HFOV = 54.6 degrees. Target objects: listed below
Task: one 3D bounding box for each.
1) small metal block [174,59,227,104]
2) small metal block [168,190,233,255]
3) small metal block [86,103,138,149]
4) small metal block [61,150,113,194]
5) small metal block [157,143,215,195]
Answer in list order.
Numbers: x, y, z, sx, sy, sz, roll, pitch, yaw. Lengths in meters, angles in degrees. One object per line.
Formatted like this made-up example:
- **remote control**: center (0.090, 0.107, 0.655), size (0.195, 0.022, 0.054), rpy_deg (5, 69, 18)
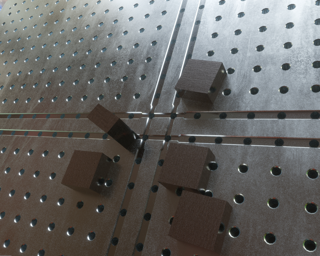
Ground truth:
- **small metal block**: center (0.055, -0.064, 0.419), size (0.050, 0.025, 0.050), rpy_deg (15, 69, 34)
- **small metal block**: center (0.043, 0.098, 0.326), size (0.050, 0.025, 0.050), rpy_deg (8, 65, 31)
- **small metal block**: center (-0.066, -0.002, 0.429), size (0.050, 0.050, 0.025), rpy_deg (33, 80, 38)
- **small metal block**: center (-0.100, 0.060, 0.425), size (0.050, 0.025, 0.050), rpy_deg (3, 63, 29)
- **small metal block**: center (0.031, 0.048, 0.363), size (0.050, 0.025, 0.050), rpy_deg (6, 65, 31)
